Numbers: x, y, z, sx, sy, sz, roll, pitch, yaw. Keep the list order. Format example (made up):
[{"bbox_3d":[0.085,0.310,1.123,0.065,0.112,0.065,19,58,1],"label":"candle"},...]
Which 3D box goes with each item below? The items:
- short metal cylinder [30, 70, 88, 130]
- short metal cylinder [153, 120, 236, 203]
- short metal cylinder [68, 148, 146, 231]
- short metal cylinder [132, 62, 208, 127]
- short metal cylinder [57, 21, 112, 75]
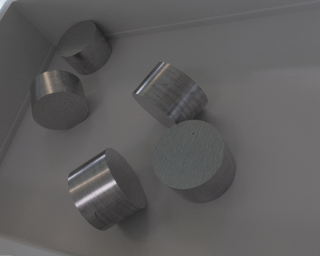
[{"bbox_3d":[-0.156,-0.042,0.479,0.080,0.080,0.050,-30,52,9],"label":"short metal cylinder"},{"bbox_3d":[0.039,0.038,0.346,0.080,0.050,0.080,-13,56,21],"label":"short metal cylinder"},{"bbox_3d":[-0.059,0.070,0.359,0.050,0.080,0.080,-33,52,7],"label":"short metal cylinder"},{"bbox_3d":[0.012,-0.036,0.386,0.080,0.080,0.050,33,80,38],"label":"short metal cylinder"},{"bbox_3d":[-0.132,-0.141,0.546,0.080,0.050,0.080,-13,56,21],"label":"short metal cylinder"}]
